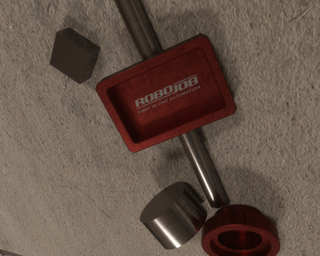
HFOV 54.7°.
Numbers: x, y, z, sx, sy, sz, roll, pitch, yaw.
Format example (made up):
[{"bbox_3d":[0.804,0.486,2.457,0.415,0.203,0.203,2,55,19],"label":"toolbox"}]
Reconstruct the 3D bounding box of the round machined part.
[{"bbox_3d":[0.106,0.139,0.414,0.099,0.042,0.097,5,130,6],"label":"round machined part"}]

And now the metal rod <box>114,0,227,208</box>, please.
[{"bbox_3d":[0.019,-0.025,0.379,0.025,0.025,0.299,-14,112,33],"label":"metal rod"}]

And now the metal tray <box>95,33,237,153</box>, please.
[{"bbox_3d":[0.007,-0.036,0.345,0.130,0.030,0.090,-22,108,13],"label":"metal tray"}]

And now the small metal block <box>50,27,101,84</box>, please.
[{"bbox_3d":[-0.112,-0.094,0.406,0.050,0.025,0.050,34,129,5],"label":"small metal block"}]

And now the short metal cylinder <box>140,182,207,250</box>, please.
[{"bbox_3d":[0.019,0.121,0.435,0.080,0.080,0.050,-32,101,38],"label":"short metal cylinder"}]
